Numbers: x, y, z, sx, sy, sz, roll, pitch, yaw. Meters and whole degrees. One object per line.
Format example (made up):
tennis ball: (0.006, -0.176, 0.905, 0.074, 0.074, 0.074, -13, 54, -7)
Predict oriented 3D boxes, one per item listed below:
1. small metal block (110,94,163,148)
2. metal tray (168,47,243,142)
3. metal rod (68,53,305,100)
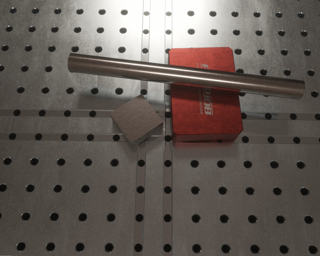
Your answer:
small metal block: (-0.031, -0.009, 0.415, 0.050, 0.025, 0.050, -33, 74, -12)
metal tray: (0.059, -0.048, 0.427, 0.091, 0.030, 0.130, -2, 70, -1)
metal rod: (0.032, -0.068, 0.404, 0.302, 0.025, 0.025, 7, 70, 2)
